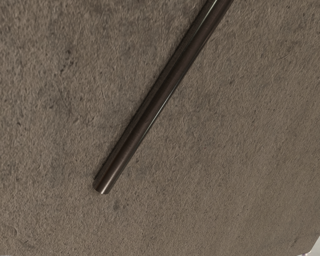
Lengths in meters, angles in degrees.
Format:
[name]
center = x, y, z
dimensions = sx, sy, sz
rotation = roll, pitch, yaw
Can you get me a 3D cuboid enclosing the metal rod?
[metal rod]
center = 0.001, -0.041, 0.383
dimensions = 0.025, 0.025, 0.299
rotation = 24, 105, -37
